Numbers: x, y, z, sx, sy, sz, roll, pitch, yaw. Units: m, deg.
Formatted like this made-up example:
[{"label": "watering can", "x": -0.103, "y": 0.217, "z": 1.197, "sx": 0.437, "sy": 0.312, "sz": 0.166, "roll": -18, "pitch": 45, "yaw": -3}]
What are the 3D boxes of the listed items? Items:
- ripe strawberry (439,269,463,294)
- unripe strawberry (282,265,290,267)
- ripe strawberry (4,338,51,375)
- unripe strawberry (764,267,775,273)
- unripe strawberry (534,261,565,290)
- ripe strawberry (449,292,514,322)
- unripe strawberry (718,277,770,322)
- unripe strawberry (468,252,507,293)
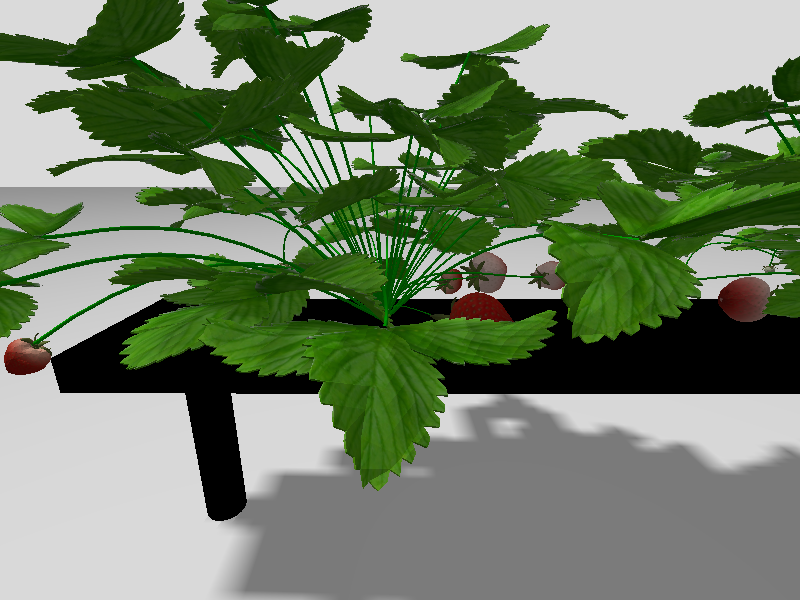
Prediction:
[{"label": "ripe strawberry", "x": 0.060, "y": -0.022, "z": 0.453, "sx": 0.026, "sy": 0.030, "sz": 0.029, "roll": 14, "pitch": 22, "yaw": 38}, {"label": "unripe strawberry", "x": -0.146, "y": -0.035, "z": 0.513, "sx": 0.023, "sy": 0.023, "sz": 0.019, "roll": -15, "pitch": 23, "yaw": -39}, {"label": "ripe strawberry", "x": -0.255, "y": 0.039, "z": 0.272, "sx": 0.025, "sy": 0.024, "sz": 0.022, "roll": 43, "pitch": -4, "yaw": -29}, {"label": "unripe strawberry", "x": 0.489, "y": -0.039, "z": 0.530, "sx": 0.011, "sy": 0.012, "sz": 0.012, "roll": 6, "pitch": 19, "yaw": 17}, {"label": "unripe strawberry", "x": 0.179, "y": -0.029, "z": 0.467, "sx": 0.039, "sy": 0.034, "sz": 0.039, "roll": -9, "pitch": 20, "yaw": -27}, {"label": "ripe strawberry", "x": 0.063, "y": 0.020, "z": 0.299, "sx": 0.050, "sy": 0.050, "sz": 0.047, "roll": 16, "pitch": 24, "yaw": 40}, {"label": "unripe strawberry", "x": 0.315, "y": -0.001, "z": 0.368, "sx": 0.039, "sy": 0.041, "sz": 0.036, "roll": 0, "pitch": 18, "yaw": 1}, {"label": "unripe strawberry", "x": 0.105, "y": -0.033, "z": 0.465, "sx": 0.049, "sy": 0.048, "sz": 0.045, "roll": -14, "pitch": 22, "yaw": -39}]
